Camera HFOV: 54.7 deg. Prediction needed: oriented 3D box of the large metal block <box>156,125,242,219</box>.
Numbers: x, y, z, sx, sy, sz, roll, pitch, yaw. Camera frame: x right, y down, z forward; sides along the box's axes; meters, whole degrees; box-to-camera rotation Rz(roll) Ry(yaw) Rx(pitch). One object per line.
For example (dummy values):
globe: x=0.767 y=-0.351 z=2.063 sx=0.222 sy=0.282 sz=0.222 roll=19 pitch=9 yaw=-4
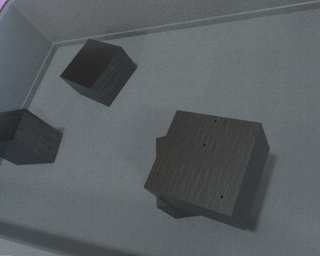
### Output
large metal block: x=0.043 y=0.048 z=0.338 sx=0.080 sy=0.050 sz=0.080 roll=-14 pitch=56 yaw=20

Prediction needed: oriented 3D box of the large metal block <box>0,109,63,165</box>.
large metal block: x=-0.212 y=0.017 z=0.472 sx=0.080 sy=0.080 sz=0.050 roll=-6 pitch=59 yaw=25

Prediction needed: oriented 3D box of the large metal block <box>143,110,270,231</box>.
large metal block: x=0.045 y=0.035 z=0.280 sx=0.080 sy=0.050 sz=0.080 roll=11 pitch=67 yaw=32

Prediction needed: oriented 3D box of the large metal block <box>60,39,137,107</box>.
large metal block: x=-0.098 y=-0.090 z=0.497 sx=0.080 sy=0.050 sz=0.080 roll=24 pitch=74 yaw=36
